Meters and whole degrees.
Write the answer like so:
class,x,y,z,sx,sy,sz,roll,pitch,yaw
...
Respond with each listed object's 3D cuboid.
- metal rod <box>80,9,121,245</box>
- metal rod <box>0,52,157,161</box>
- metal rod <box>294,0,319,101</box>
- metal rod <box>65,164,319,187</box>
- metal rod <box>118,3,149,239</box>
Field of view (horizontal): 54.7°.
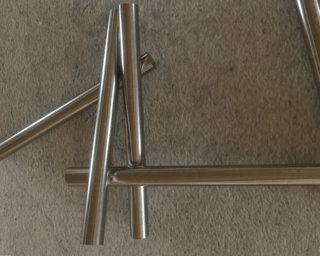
class,x,y,z,sx,sy,sz,roll,pitch,yaw
metal rod,-0.067,-0.015,0.384,0.025,0.025,0.299,-3,72,19
metal rod,-0.138,-0.023,0.456,0.300,0.025,0.025,-28,81,17
metal rod,0.186,-0.053,0.343,0.025,0.025,0.298,-14,85,19
metal rod,0.033,0.057,0.371,0.301,0.025,0.025,-2,89,10
metal rod,-0.033,-0.004,0.401,0.025,0.025,0.298,0,97,19
